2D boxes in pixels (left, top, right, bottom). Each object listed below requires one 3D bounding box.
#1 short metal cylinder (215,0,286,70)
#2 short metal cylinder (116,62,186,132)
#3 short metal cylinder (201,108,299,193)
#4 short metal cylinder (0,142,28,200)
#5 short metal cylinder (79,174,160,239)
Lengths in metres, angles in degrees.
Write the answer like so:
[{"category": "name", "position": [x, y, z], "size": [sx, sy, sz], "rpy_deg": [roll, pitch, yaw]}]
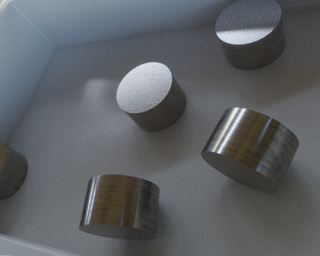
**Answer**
[{"category": "short metal cylinder", "position": [0.118, -0.123, 0.402], "size": [0.080, 0.050, 0.080], "rpy_deg": [-13, 56, 20]}, {"category": "short metal cylinder", "position": [-0.011, -0.042, 0.420], "size": [0.080, 0.050, 0.080], "rpy_deg": [-13, 56, 20]}, {"category": "short metal cylinder", "position": [0.088, 0.023, 0.309], "size": [0.080, 0.080, 0.050], "rpy_deg": [21, 73, 35]}, {"category": "short metal cylinder", "position": [-0.254, 0.064, 0.473], "size": [0.080, 0.050, 0.080], "rpy_deg": [-7, 61, 13]}, {"category": "short metal cylinder", "position": [-0.042, 0.088, 0.337], "size": [0.080, 0.080, 0.050], "rpy_deg": [-8, 58, 23]}]
